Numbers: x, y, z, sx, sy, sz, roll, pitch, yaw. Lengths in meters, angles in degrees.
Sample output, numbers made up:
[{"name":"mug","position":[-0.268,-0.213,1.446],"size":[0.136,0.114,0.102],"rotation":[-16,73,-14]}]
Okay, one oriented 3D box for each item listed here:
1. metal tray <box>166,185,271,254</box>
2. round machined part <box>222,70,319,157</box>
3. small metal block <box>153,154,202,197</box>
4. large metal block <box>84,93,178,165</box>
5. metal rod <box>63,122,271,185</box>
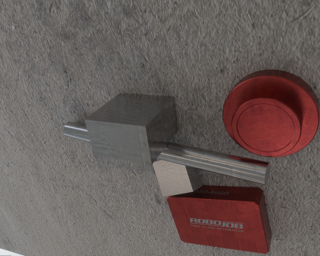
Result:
[{"name":"metal tray","position":[0.083,0.126,0.438],"size":[0.130,0.030,0.090],"rotation":[-4,117,29]},{"name":"round machined part","position":[0.115,-0.009,0.330],"size":[0.098,0.042,0.097],"rotation":[13,124,21]},{"name":"small metal block","position":[0.023,0.063,0.423],"size":[0.050,0.025,0.050],"rotation":[-19,86,35]},{"name":"large metal block","position":[-0.032,-0.003,0.386],"size":[0.080,0.080,0.050],"rotation":[7,121,25]},{"name":"metal rod","position":[-0.012,0.026,0.408],"size":[0.300,0.025,0.025],"rotation":[10,123,30]}]
